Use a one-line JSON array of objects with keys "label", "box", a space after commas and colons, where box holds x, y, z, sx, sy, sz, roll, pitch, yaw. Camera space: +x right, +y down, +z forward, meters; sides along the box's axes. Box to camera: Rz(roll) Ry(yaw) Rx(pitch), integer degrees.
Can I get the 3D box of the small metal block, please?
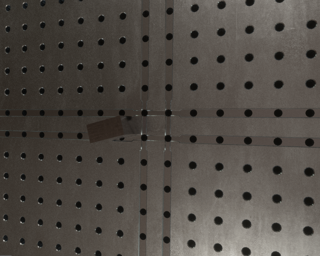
[{"label": "small metal block", "box": [-0.062, 0.002, 0.420, 0.050, 0.050, 0.025, -14, 86, 19]}]
